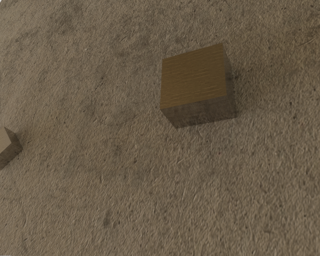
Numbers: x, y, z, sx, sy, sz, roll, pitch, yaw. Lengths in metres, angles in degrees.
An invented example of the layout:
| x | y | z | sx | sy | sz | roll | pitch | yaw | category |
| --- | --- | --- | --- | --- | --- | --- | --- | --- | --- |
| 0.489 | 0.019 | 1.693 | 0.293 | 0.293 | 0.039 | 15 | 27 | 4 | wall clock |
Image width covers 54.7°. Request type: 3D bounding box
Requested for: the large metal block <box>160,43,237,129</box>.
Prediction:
| x | y | z | sx | sy | sz | roll | pitch | yaw | category |
| --- | --- | --- | --- | --- | --- | --- | --- | --- | --- |
| 0.049 | -0.052 | 0.393 | 0.080 | 0.050 | 0.080 | -11 | 57 | 22 | large metal block |

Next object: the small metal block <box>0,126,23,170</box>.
| x | y | z | sx | sy | sz | roll | pitch | yaw | category |
| --- | --- | --- | --- | --- | --- | --- | --- | --- | --- |
| -0.264 | 0.034 | 0.519 | 0.050 | 0.025 | 0.050 | -44 | 51 | -3 | small metal block |
